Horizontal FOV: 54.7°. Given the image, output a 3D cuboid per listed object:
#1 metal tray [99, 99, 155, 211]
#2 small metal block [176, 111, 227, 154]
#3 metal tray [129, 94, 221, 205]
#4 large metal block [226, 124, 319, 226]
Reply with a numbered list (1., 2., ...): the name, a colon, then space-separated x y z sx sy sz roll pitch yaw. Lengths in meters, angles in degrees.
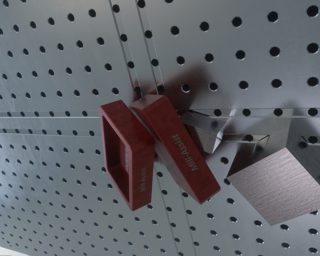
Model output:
1. metal tray: -0.045 0.039 0.414 0.090 0.030 0.129 49 148 37
2. small metal block: 0.047 0.004 0.370 0.050 0.050 0.025 18 112 18
3. metal tray: 0.015 0.022 0.379 0.130 0.030 0.090 59 170 -14
4. large metal block: 0.139 0.056 0.356 0.080 0.050 0.080 47 129 -5
